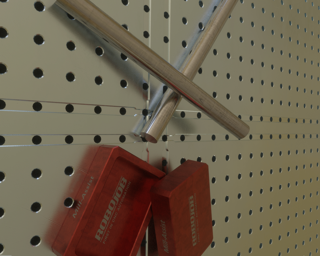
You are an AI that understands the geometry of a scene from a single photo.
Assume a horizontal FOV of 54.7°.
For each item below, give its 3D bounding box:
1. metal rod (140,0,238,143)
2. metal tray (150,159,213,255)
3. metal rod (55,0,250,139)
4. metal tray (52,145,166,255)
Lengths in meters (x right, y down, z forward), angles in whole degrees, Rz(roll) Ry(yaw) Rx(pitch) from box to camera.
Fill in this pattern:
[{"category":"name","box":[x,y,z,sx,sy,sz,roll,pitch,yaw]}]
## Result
[{"category":"metal rod","box":[0.055,-0.107,0.457,0.025,0.025,0.300,45,63,-31]},{"category":"metal tray","box":[0.033,0.119,0.412,0.091,0.030,0.129,-28,118,-47]},{"category":"metal rod","box":[0.010,-0.068,0.391,0.301,0.025,0.025,33,69,-27]},{"category":"metal tray","box":[-0.053,0.096,0.363,0.090,0.030,0.130,35,68,-35]}]
